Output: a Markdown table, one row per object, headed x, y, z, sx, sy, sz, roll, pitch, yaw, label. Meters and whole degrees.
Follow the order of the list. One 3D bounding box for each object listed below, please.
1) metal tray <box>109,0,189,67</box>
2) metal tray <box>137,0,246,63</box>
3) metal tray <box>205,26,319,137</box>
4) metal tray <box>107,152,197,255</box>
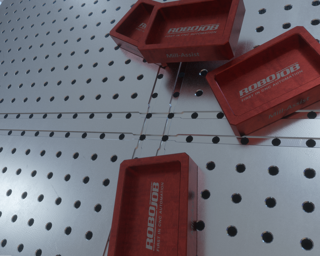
| x | y | z | sx | sy | sz | roll | pitch | yaw | label |
| --- | --- | --- | --- | --- | --- | --- | --- | --- | --- |
| -0.012 | -0.161 | 0.508 | 0.130 | 0.030 | 0.090 | 33 | 80 | 38 | metal tray |
| 0.042 | -0.135 | 0.425 | 0.130 | 0.030 | 0.090 | 4 | 64 | 29 | metal tray |
| 0.131 | -0.056 | 0.370 | 0.130 | 0.030 | 0.090 | -27 | 53 | 11 | metal tray |
| -0.006 | 0.096 | 0.347 | 0.090 | 0.030 | 0.130 | -9 | 58 | 23 | metal tray |
